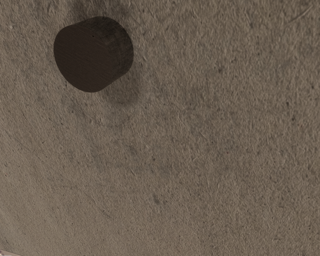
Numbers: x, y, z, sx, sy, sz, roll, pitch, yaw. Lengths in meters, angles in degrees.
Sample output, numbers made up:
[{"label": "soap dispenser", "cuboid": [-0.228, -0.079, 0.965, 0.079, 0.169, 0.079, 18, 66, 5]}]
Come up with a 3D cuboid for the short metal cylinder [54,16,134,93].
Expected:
[{"label": "short metal cylinder", "cuboid": [-0.079, -0.089, 0.375, 0.080, 0.050, 0.079, 13, 124, 20]}]
